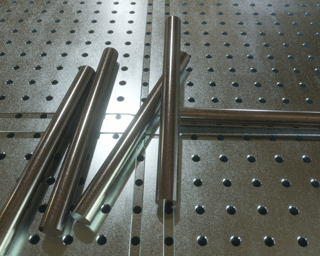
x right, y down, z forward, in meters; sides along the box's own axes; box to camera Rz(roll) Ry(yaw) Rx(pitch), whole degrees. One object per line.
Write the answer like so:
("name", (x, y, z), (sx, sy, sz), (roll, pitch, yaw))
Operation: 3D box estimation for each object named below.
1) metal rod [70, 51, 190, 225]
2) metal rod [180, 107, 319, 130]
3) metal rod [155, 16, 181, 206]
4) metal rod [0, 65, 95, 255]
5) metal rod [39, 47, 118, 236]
("metal rod", (-0.023, -0.009, 0.415), (0.025, 0.025, 0.301), (19, 52, 15))
("metal rod", (0.178, -0.011, 0.419), (0.302, 0.025, 0.025), (2, 50, 1))
("metal rod", (0.014, -0.044, 0.419), (0.025, 0.025, 0.300), (2, 58, 1))
("metal rod", (-0.139, 0.026, 0.383), (0.025, 0.025, 0.300), (9, 50, 7))
("metal rod", (-0.096, -0.008, 0.413), (0.025, 0.025, 0.300), (5, 50, 3))
